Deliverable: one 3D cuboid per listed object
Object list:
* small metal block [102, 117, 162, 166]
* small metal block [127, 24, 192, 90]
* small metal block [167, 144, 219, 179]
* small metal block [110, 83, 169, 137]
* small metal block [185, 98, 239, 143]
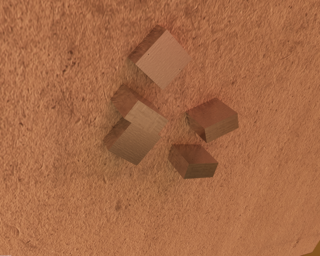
[{"bbox_3d":[-0.035,0.014,0.396,0.050,0.025,0.050,-50,129,7],"label":"small metal block"},{"bbox_3d":[0.000,-0.081,0.357,0.050,0.025,0.050,-47,129,5],"label":"small metal block"},{"bbox_3d":[0.047,0.047,0.445,0.050,0.050,0.025,2,118,-29],"label":"small metal block"},{"bbox_3d":[-0.024,-0.021,0.364,0.050,0.050,0.025,32,100,-38],"label":"small metal block"},{"bbox_3d":[0.070,-0.012,0.422,0.050,0.050,0.025,-25,128,-13],"label":"small metal block"}]
